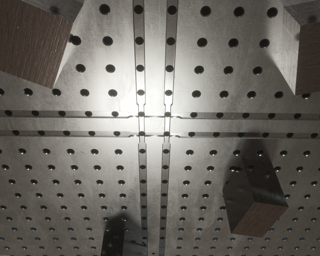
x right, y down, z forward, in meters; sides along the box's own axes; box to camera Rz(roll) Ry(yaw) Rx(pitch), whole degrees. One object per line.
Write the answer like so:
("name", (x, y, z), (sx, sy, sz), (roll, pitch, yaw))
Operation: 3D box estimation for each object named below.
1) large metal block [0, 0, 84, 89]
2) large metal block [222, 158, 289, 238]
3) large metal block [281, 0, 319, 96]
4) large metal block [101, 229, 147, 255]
("large metal block", (-0.132, -0.097, 0.311), (0.080, 0.050, 0.079), (20, 127, -17))
("large metal block", (0.139, 0.106, 0.468), (0.050, 0.080, 0.079), (11, 129, -10))
("large metal block", (0.177, -0.087, 0.324), (0.080, 0.050, 0.080), (-10, 130, 7))
("large metal block", (-0.068, 0.253, 0.591), (0.050, 0.080, 0.080), (-24, 126, 19))
